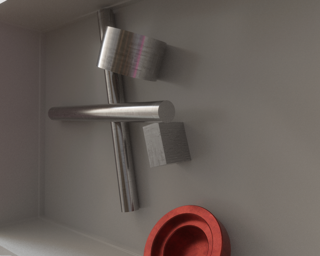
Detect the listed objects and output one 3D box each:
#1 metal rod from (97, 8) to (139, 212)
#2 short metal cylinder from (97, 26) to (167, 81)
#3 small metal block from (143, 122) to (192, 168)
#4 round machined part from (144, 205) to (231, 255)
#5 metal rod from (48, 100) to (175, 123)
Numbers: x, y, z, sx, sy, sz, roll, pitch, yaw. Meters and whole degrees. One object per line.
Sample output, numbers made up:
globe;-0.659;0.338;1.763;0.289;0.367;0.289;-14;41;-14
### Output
metal rod;-0.063;-0.030;0.456;0.025;0.025;0.298;-13;82;39
short metal cylinder;-0.037;-0.095;0.399;0.080;0.081;0.050;25;106;37
small metal block;0.009;0.020;0.381;0.025;0.050;0.050;-19;78;38
round machined part;0.034;0.140;0.346;0.098;0.042;0.098;-24;39;22
metal rod;-0.092;-0.022;0.449;0.300;0.025;0.025;2;92;49
